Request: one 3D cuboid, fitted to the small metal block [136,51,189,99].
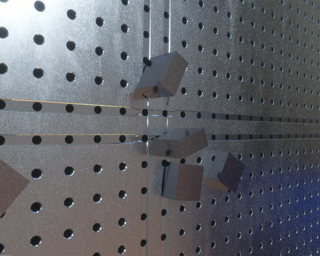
[{"bbox_3d":[0.003,-0.067,0.397,0.025,0.050,0.050,36,68,-35],"label":"small metal block"}]

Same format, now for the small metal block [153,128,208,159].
[{"bbox_3d":[0.028,0.019,0.418,0.050,0.050,0.025,-22,105,-38],"label":"small metal block"}]

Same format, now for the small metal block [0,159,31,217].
[{"bbox_3d":[-0.157,0.052,0.278,0.050,0.025,0.050,50,60,-29],"label":"small metal block"}]

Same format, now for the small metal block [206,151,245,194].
[{"bbox_3d":[0.107,0.071,0.502,0.050,0.025,0.050,38,67,-34],"label":"small metal block"}]

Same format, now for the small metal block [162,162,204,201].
[{"bbox_3d":[0.033,0.076,0.440,0.050,0.025,0.050,13,82,-40],"label":"small metal block"}]
